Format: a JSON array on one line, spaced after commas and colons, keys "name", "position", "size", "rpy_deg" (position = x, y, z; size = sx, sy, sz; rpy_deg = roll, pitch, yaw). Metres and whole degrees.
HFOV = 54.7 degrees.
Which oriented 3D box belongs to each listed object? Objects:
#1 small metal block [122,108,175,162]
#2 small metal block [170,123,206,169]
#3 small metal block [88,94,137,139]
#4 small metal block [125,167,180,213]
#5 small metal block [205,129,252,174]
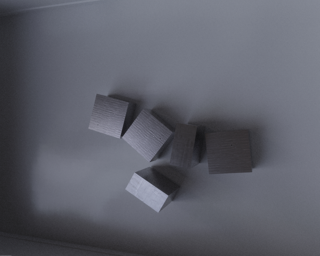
[{"name": "small metal block", "position": [-0.013, 0.009, 0.411], "size": [0.050, 0.025, 0.050], "rpy_deg": [40, 102, 15]}, {"name": "small metal block", "position": [0.035, 0.020, 0.382], "size": [0.025, 0.050, 0.050], "rpy_deg": [10, 93, 19]}, {"name": "small metal block", "position": [-0.066, -0.016, 0.430], "size": [0.050, 0.025, 0.050], "rpy_deg": [16, 95, 19]}, {"name": "small metal block", "position": [-0.008, 0.077, 0.397], "size": [0.050, 0.050, 0.025], "rpy_deg": [32, 101, 16]}, {"name": "small metal block", "position": [0.085, 0.029, 0.378], "size": [0.050, 0.025, 0.050], "rpy_deg": [-6, 88, 19]}]
